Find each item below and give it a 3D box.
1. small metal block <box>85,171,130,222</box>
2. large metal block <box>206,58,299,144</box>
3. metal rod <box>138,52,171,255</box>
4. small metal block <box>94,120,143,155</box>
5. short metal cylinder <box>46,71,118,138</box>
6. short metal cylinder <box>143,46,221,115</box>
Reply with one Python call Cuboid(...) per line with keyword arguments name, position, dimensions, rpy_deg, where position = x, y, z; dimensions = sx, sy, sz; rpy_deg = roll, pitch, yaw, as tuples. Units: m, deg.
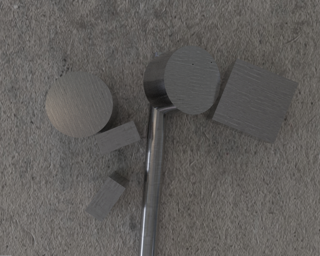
Cuboid(name="small metal block", position=(-0.066, 0.086, 0.397), dimensions=(0.025, 0.050, 0.050), rpy_deg=(35, 90, 0))
Cuboid(name="large metal block", position=(0.115, -0.033, 0.399), dimensions=(0.080, 0.050, 0.080), rpy_deg=(22, 90, 0))
Cuboid(name="metal rod", position=(-0.008, 0.051, 0.409), dimensions=(0.025, 0.025, 0.298), rpy_deg=(4, 90, 0))
Cuboid(name="small metal block", position=(-0.051, 0.012, 0.397), dimensions=(0.050, 0.050, 0.025), rpy_deg=(-22, 90, 0))
Cuboid(name="short metal cylinder", position=(-0.097, -0.028, 0.397), dimensions=(0.081, 0.050, 0.080), rpy_deg=(0, 90, 0))
Cuboid(name="short metal cylinder", position=(0.027, -0.056, 0.381), dimensions=(0.081, 0.050, 0.079), rpy_deg=(-2, 93, -30))
